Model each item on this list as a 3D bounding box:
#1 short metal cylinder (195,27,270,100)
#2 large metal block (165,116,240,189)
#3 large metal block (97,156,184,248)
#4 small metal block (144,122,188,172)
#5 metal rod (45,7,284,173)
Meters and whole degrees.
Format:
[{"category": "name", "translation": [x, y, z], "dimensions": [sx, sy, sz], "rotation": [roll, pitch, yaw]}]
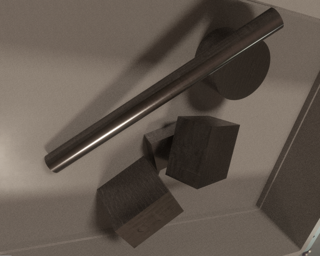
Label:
[{"category": "short metal cylinder", "translation": [0.091, -0.082, 0.393], "dimensions": [0.081, 0.050, 0.079], "rotation": [-14, 125, -21]}, {"category": "large metal block", "translation": [0.059, 0.028, 0.417], "dimensions": [0.081, 0.050, 0.079], "rotation": [-3, 109, -52]}, {"category": "large metal block", "translation": [-0.028, 0.098, 0.420], "dimensions": [0.080, 0.080, 0.050], "rotation": [-36, 129, -5]}, {"category": "small metal block", "translation": [0.010, 0.026, 0.432], "dimensions": [0.050, 0.025, 0.050], "rotation": [-22, 127, -15]}, {"category": "metal rod", "translation": [-0.002, -0.037, 0.348], "dimensions": [0.300, 0.025, 0.025], "rotation": [-32, 130, 7]}]
